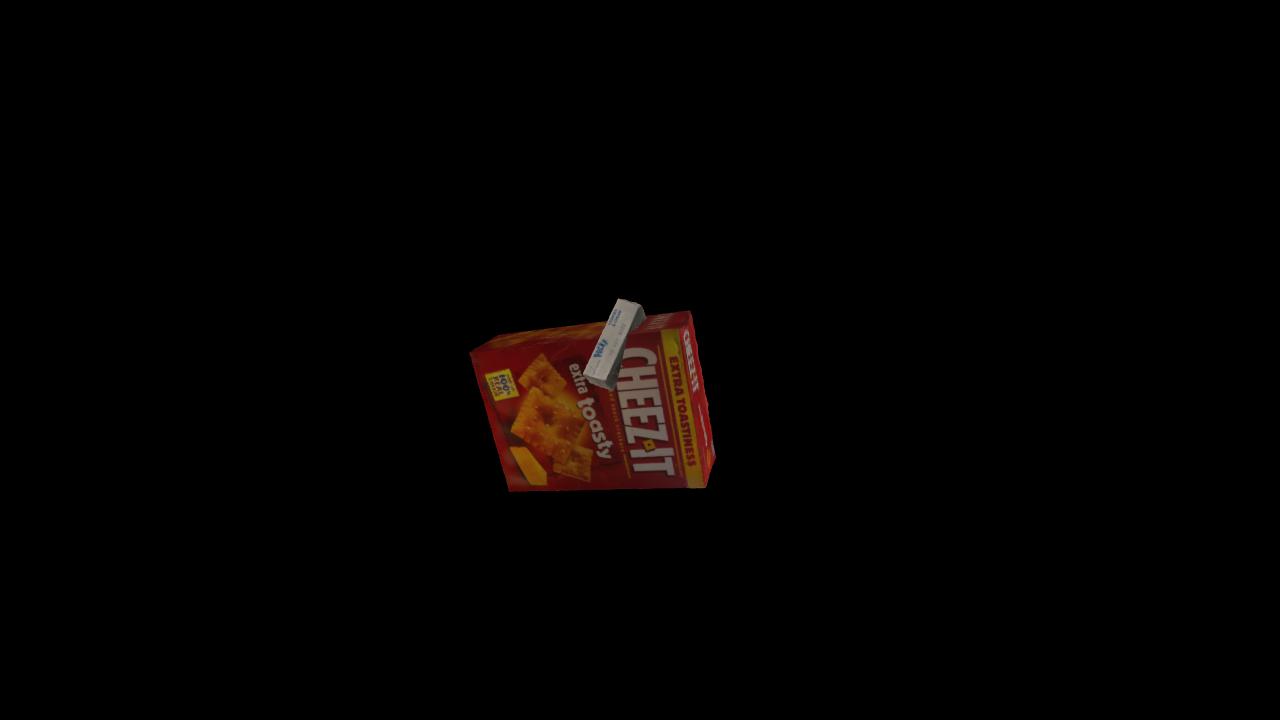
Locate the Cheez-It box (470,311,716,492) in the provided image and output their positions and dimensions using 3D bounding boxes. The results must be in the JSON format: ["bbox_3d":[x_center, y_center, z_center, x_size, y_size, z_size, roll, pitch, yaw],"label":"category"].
[{"bbox_3d":[-0.045,0.048,0.631,0.223,0.166,0.071,-5,18,18],"label":"Cheez-It box"}]

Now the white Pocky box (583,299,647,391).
[{"bbox_3d":[-0.013,0.005,0.634,0.028,0.084,0.154,19,-14,16],"label":"white Pocky box"}]
